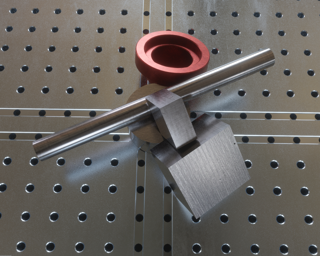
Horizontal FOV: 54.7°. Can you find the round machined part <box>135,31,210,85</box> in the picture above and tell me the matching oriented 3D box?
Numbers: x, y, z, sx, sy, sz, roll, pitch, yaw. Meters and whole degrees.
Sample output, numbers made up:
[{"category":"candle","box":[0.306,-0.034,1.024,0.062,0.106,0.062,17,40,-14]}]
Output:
[{"category":"round machined part","box":[0.015,-0.088,0.423,0.099,0.042,0.098,4,47,-4]}]

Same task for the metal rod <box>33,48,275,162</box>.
[{"category":"metal rod","box":[0.001,-0.032,0.370,0.302,0.025,0.025,-23,72,-9]}]

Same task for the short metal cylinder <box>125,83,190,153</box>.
[{"category":"short metal cylinder","box":[-0.003,-0.011,0.402,0.081,0.050,0.080,0,70,0]}]

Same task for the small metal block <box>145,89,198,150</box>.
[{"category":"small metal block","box":[0.012,-0.011,0.338,0.025,0.050,0.050,-28,115,-10]}]

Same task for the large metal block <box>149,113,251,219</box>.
[{"category":"large metal block","box":[0.047,0.042,0.359,0.080,0.050,0.080,-34,118,-11]}]
